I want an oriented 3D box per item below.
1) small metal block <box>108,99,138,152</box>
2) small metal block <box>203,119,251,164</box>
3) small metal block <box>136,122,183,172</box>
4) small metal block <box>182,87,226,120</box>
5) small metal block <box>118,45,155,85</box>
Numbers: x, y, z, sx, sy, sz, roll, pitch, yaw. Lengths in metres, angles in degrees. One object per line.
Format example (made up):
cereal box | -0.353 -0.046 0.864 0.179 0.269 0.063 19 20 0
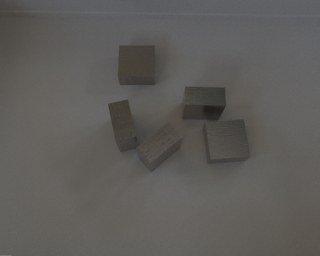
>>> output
small metal block | -0.046 -0.002 0.396 0.025 0.050 0.050 -13 71 -5
small metal block | 0.086 0.018 0.404 0.050 0.025 0.050 -4 70 -2
small metal block | -0.001 0.025 0.387 0.050 0.050 0.025 -39 75 -13
small metal block | 0.056 -0.031 0.409 0.050 0.050 0.025 1 70 0
small metal block | -0.032 -0.089 0.442 0.050 0.025 0.050 0 70 -1
